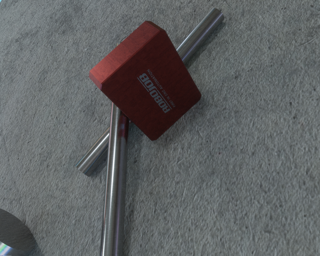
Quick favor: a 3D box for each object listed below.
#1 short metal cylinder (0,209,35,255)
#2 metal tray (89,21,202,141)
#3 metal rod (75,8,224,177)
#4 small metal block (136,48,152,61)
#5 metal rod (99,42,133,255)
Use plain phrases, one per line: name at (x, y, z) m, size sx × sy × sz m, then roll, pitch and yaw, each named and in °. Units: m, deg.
short metal cylinder at (-0.206, 0.144, 0.386) m, size 0.050 × 0.080 × 0.080 m, roll -49°, pitch 52°, yaw -6°
metal tray at (-0.010, -0.049, 0.371) m, size 0.090 × 0.130 × 0.030 m, roll -43°, pitch 51°, yaw -1°
metal rod at (-0.010, -0.055, 0.441) m, size 0.025 × 0.025 × 0.300 m, roll 34°, pitch 80°, yaw 38°
small metal block at (-0.042, -0.106, 0.490) m, size 0.050 × 0.025 × 0.050 m, roll 8°, pitch 65°, yaw 31°
metal rod at (-0.053, 0.020, 0.392) m, size 0.025 × 0.025 × 0.299 m, roll -10°, pitch 65°, yaw 23°
